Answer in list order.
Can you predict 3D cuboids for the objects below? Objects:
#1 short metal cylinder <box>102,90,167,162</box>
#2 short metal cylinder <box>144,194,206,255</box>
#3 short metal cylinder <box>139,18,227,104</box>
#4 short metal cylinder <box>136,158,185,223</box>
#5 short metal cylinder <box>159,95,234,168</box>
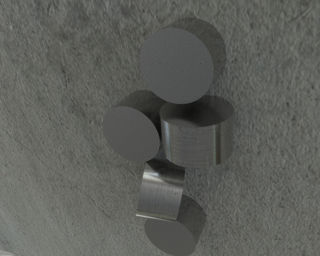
[{"bbox_3d":[-0.026,-0.003,0.401,0.080,0.050,0.079,13,124,20],"label":"short metal cylinder"},{"bbox_3d":[0.024,0.145,0.467,0.080,0.050,0.079,13,124,20],"label":"short metal cylinder"},{"bbox_3d":[0.025,-0.072,0.332,0.080,0.050,0.079,13,124,20],"label":"short metal cylinder"},{"bbox_3d":[0.001,0.081,0.412,0.050,0.080,0.079,11,125,0],"label":"short metal cylinder"},{"bbox_3d":[0.042,0.001,0.349,0.080,0.080,0.050,8,122,24],"label":"short metal cylinder"}]
